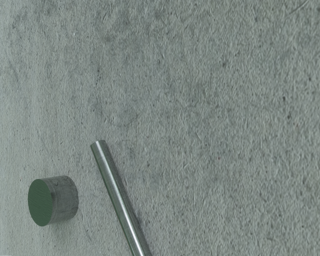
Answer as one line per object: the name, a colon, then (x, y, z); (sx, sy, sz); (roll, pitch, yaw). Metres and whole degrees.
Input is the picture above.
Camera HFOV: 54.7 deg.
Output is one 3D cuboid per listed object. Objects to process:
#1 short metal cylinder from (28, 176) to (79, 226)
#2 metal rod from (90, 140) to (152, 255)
short metal cylinder: (-0.188, 0.126, 0.544); (0.080, 0.050, 0.080); (0, 90, 40)
metal rod: (-0.036, 0.152, 0.434); (0.025, 0.025, 0.299); (-39, 66, 33)
